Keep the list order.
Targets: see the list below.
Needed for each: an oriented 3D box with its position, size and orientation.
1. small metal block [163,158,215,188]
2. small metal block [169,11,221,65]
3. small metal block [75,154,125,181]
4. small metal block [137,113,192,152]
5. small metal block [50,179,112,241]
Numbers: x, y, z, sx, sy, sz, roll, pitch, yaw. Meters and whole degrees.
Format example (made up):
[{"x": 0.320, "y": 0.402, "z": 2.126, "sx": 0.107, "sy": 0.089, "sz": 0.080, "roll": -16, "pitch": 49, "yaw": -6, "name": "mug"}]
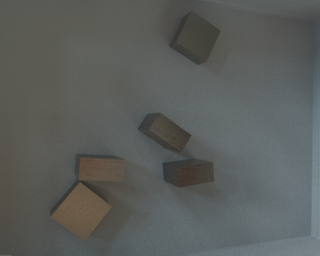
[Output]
[{"x": 0.037, "y": 0.058, "z": 0.412, "sx": 0.050, "sy": 0.050, "sz": 0.025, "roll": -6, "pitch": 92, "yaw": -20, "name": "small metal block"}, {"x": 0.049, "y": -0.124, "z": 0.430, "sx": 0.050, "sy": 0.025, "sz": 0.050, "roll": 28, "pitch": 81, "yaw": -18, "name": "small metal block"}, {"x": -0.073, "y": 0.047, "z": 0.371, "sx": 0.050, "sy": 0.050, "sz": 0.025, "roll": 5, "pitch": 89, "yaw": -20, "name": "small metal block"}, {"x": 0.005, "y": 0.005, "z": 0.400, "sx": 0.050, "sy": 0.050, "sz": 0.025, "roll": 35, "pitch": 79, "yaw": -17, "name": "small metal block"}, {"x": -0.096, "y": 0.098, "z": 0.376, "sx": 0.050, "sy": 0.025, "sz": 0.050, "roll": 43, "pitch": 76, "yaw": -16, "name": "small metal block"}]
